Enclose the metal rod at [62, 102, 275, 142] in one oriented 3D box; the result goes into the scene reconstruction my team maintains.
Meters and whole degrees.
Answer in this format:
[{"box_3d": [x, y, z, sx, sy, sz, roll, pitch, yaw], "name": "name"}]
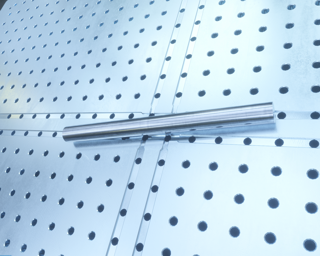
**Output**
[{"box_3d": [-0.006, -0.004, 0.414, 0.300, 0.025, 0.025, -6, 59, 25], "name": "metal rod"}]
